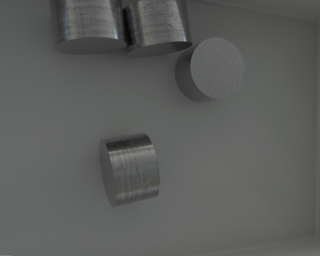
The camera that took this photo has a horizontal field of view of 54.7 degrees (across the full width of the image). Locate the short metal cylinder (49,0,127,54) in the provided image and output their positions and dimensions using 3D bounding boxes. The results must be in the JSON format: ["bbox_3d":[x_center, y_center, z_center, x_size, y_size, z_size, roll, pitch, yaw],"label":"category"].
[{"bbox_3d":[-0.081,-0.117,0.352,0.081,0.080,0.050,-6,93,-20],"label":"short metal cylinder"}]

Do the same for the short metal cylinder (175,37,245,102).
[{"bbox_3d":[0.067,-0.077,0.423,0.081,0.050,0.079,0,90,-21],"label":"short metal cylinder"}]

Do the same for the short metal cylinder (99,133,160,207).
[{"bbox_3d":[-0.038,0.049,0.368,0.050,0.080,0.079,-9,93,-20],"label":"short metal cylinder"}]

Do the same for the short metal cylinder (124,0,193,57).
[{"bbox_3d":[-0.004,-0.121,0.381,0.081,0.080,0.050,-10,94,-20],"label":"short metal cylinder"}]
